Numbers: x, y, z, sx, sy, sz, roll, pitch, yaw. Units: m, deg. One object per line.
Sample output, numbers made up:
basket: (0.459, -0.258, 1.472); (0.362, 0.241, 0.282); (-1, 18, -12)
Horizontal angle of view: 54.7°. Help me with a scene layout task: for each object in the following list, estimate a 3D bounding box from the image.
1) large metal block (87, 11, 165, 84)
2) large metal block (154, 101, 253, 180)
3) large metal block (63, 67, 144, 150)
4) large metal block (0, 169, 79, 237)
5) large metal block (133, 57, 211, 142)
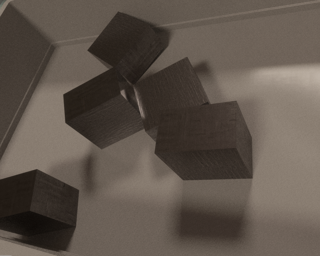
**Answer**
large metal block: (-0.054, -0.127, 0.489); (0.080, 0.050, 0.080); (36, 88, 38)
large metal block: (0.051, 0.018, 0.332); (0.080, 0.080, 0.050); (-6, 59, 25)
large metal block: (-0.071, -0.024, 0.421); (0.080, 0.080, 0.050); (-26, 53, 12)
large metal block: (-0.163, 0.098, 0.393); (0.080, 0.080, 0.050); (-16, 55, 18)
large metal block: (0.019, -0.032, 0.398); (0.080, 0.050, 0.080); (-26, 53, 12)
